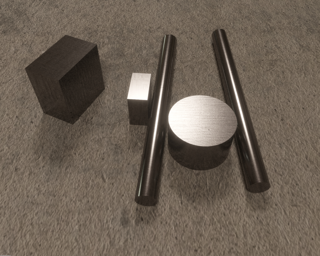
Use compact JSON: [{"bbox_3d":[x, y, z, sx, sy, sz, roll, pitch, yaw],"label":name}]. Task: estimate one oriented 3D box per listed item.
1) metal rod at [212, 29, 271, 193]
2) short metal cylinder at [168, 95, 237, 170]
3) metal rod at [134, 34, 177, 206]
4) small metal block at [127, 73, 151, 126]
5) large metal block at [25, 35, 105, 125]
[{"bbox_3d":[0.107,-0.048,0.444,0.025,0.025,0.300,-1,50,-1],"label":"metal rod"},{"bbox_3d":[0.050,0.005,0.383,0.081,0.050,0.080,0,50,0],"label":"short metal cylinder"},{"bbox_3d":[0.001,-0.035,0.432,0.025,0.025,0.300,5,50,4],"label":"metal rod"},{"bbox_3d":[-0.026,-0.039,0.419,0.025,0.050,0.050,3,50,3],"label":"small metal block"},{"bbox_3d":[-0.123,-0.066,0.421,0.050,0.080,0.080,21,53,16],"label":"large metal block"}]
